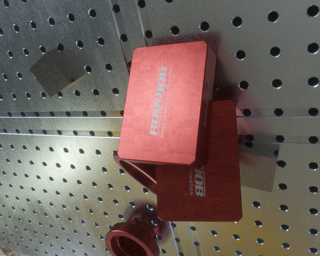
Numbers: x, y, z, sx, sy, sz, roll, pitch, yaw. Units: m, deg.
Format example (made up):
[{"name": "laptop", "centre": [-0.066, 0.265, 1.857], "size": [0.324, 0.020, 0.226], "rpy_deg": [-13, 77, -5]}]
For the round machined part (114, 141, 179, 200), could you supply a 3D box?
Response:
[{"name": "round machined part", "centre": [-0.012, 0.052, 0.420], "size": [0.098, 0.042, 0.098], "rpy_deg": [33, 160, 14]}]

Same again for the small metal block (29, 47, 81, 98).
[{"name": "small metal block", "centre": [-0.150, -0.078, 0.442], "size": [0.050, 0.025, 0.050], "rpy_deg": [-25, 105, 37]}]

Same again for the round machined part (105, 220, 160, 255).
[{"name": "round machined part", "centre": [-0.045, 0.204, 0.550], "size": [0.098, 0.042, 0.097], "rpy_deg": [13, 124, 21]}]

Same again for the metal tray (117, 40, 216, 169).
[{"name": "metal tray", "centre": [0.008, -0.025, 0.337], "size": [0.090, 0.030, 0.129], "rpy_deg": [2, 77, 27]}]

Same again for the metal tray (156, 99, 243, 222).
[{"name": "metal tray", "centre": [0.043, 0.037, 0.350], "size": [0.090, 0.030, 0.129], "rpy_deg": [-3, 82, 13]}]

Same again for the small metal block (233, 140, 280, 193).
[{"name": "small metal block", "centre": [0.115, 0.046, 0.379], "size": [0.050, 0.025, 0.050], "rpy_deg": [10, 123, 23]}]
